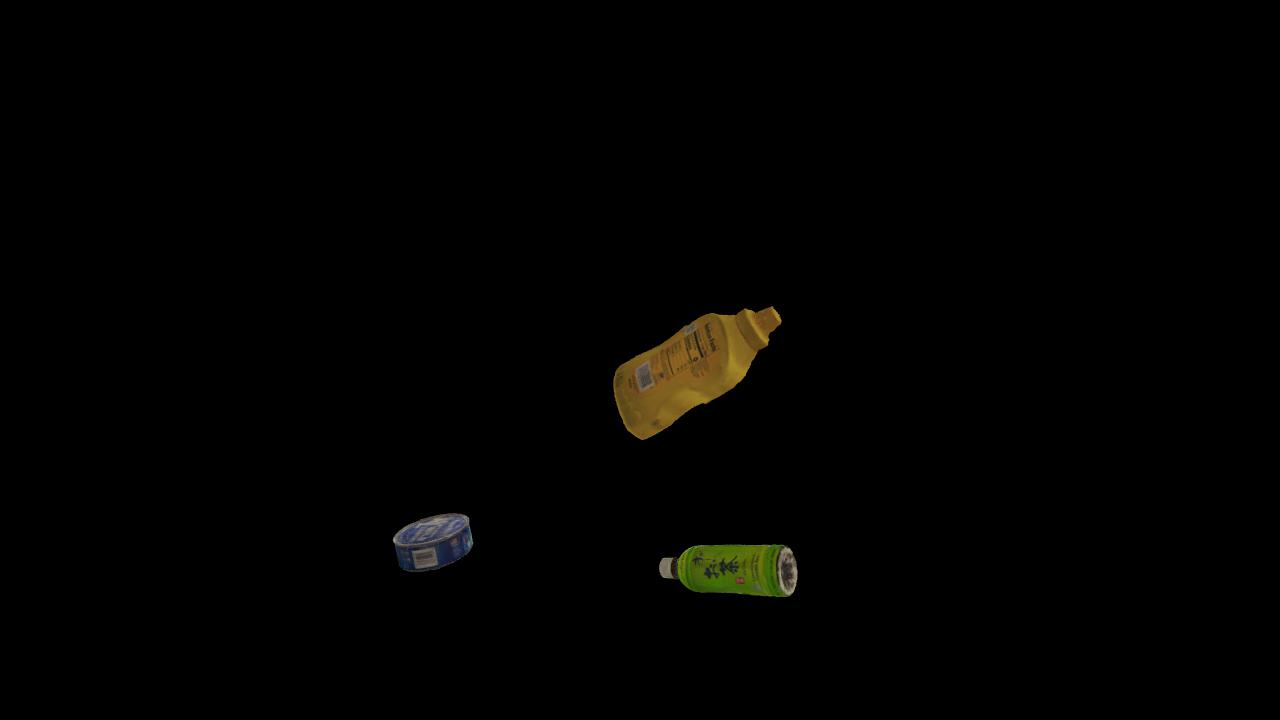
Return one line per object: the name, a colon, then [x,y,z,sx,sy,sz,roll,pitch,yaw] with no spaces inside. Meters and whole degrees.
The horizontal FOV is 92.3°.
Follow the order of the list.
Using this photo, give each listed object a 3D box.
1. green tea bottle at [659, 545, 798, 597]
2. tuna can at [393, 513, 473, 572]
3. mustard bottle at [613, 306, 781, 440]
green tea bottle: [0.123,0.309,0.909,0.212,0.073,0.073,-13,-8,37]
tuna can: [-0.235,0.208,0.703,0.084,0.034,0.084,-9,8,1]
mustard bottle: [0.059,0.002,0.616,0.184,0.092,0.054,-33,-51,21]
